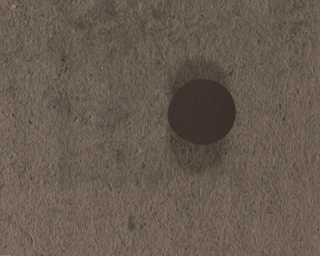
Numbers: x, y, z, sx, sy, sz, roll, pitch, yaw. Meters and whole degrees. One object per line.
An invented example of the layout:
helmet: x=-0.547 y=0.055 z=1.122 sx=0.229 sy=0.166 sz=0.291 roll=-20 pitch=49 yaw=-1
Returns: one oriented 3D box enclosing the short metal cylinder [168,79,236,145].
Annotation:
short metal cylinder: x=0.051 y=-0.020 z=0.398 sx=0.081 sy=0.050 sz=0.079 roll=0 pitch=90 yaw=-1
